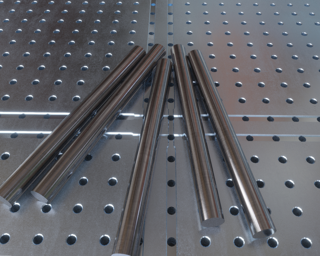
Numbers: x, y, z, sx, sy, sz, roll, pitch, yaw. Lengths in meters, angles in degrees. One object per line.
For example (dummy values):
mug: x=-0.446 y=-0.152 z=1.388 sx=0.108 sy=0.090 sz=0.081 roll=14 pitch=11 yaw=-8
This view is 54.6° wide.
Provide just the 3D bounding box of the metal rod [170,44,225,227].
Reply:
metal rod: x=0.043 y=-0.015 z=0.421 sx=0.025 sy=0.025 sz=0.300 roll=-4 pitch=50 yaw=-3

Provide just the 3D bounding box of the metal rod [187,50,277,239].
metal rod: x=0.082 y=-0.005 z=0.412 sx=0.025 sy=0.025 sz=0.300 roll=-7 pitch=50 yaw=-6

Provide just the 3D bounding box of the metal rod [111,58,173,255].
metal rod: x=-0.014 y=0.013 z=0.397 sx=0.025 sy=0.025 sz=0.300 roll=6 pitch=50 yaw=5

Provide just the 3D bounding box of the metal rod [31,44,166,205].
metal rod: x=-0.067 y=-0.026 z=0.430 sx=0.025 sy=0.025 sz=0.301 roll=20 pitch=53 yaw=16

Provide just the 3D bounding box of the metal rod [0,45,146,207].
metal rod: x=-0.103 y=-0.023 z=0.426 sx=0.025 sy=0.025 sz=0.301 roll=22 pitch=53 yaw=17
